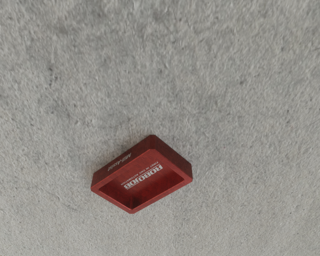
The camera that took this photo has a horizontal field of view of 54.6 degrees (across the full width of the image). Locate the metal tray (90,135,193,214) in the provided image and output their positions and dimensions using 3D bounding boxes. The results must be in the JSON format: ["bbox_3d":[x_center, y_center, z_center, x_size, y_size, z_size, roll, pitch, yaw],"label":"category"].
[{"bbox_3d":[-0.028,0.074,0.466,0.130,0.030,0.090,-34,122,25],"label":"metal tray"}]
